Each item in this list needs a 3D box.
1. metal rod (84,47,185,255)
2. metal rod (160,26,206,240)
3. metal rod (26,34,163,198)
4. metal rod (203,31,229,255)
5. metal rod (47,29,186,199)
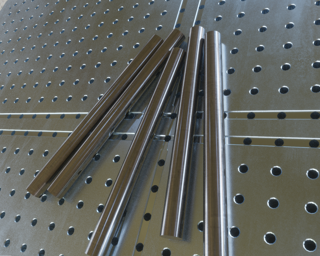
[{"bbox_3d":[-0.023,0.018,0.411,0.025,0.025,0.300,8,66,32],"label":"metal rod"},{"bbox_3d":[0.034,-0.014,0.400,0.025,0.025,0.300,-5,59,26],"label":"metal rod"},{"bbox_3d":[-0.092,-0.023,0.471,0.025,0.025,0.300,31,79,38],"label":"metal rod"},{"bbox_3d":[0.065,-0.002,0.376,0.025,0.025,0.300,-9,57,23],"label":"metal rod"},{"bbox_3d":[-0.059,-0.027,0.457,0.025,0.025,0.300,29,77,37],"label":"metal rod"}]
